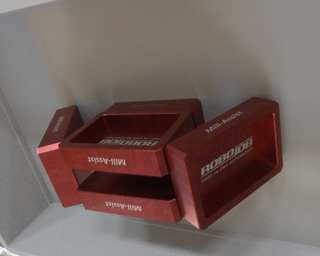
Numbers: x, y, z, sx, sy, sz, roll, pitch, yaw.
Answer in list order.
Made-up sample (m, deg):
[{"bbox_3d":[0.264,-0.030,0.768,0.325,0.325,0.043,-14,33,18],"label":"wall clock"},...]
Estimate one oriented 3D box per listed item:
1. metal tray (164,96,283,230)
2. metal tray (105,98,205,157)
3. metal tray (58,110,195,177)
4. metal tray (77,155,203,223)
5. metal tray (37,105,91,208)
[{"bbox_3d":[0.073,0.033,0.322,0.030,0.131,0.089,23,134,52],"label":"metal tray"},{"bbox_3d":[-0.004,0.010,0.412,0.130,0.030,0.089,-1,118,28],"label":"metal tray"},{"bbox_3d":[-0.036,0.013,0.352,0.130,0.090,0.030,0,118,28],"label":"metal tray"},{"bbox_3d":[-0.022,0.066,0.378,0.130,0.090,0.030,0,118,28],"label":"metal tray"},{"bbox_3d":[-0.123,0.033,0.426,0.030,0.130,0.089,-15,116,0],"label":"metal tray"}]
